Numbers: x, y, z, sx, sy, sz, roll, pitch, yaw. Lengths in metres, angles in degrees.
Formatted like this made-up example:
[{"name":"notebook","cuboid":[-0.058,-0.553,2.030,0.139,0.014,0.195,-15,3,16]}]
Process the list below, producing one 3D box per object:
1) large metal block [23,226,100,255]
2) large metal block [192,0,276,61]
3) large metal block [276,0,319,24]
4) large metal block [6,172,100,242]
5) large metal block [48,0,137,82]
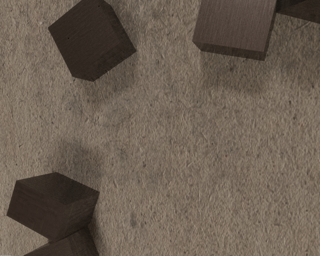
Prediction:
[{"name":"large metal block","cuboid":[-0.133,0.198,0.441,0.080,0.050,0.080,-27,82,17]},{"name":"large metal block","cuboid":[0.091,-0.129,0.363,0.080,0.050,0.079,14,95,19]},{"name":"large metal block","cuboid":[0.170,-0.156,0.314,0.081,0.050,0.079,4,92,-22]},{"name":"large metal block","cuboid":[-0.145,0.104,0.429,0.080,0.080,0.050,20,97,18]},{"name":"large metal block","cuboid":[-0.093,-0.122,0.427,0.080,0.050,0.080,-31,80,17]}]
